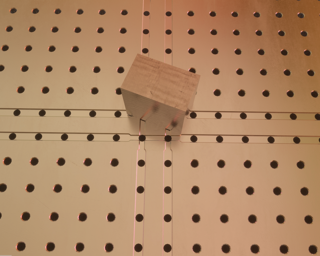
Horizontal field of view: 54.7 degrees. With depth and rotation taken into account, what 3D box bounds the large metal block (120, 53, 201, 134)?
[{"bbox_3d":[0.001,-0.041,0.397,0.080,0.080,0.050,21,71,7],"label":"large metal block"}]
